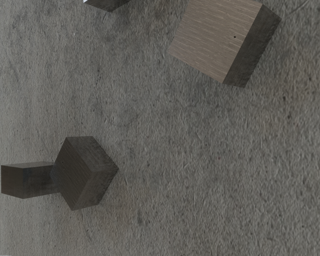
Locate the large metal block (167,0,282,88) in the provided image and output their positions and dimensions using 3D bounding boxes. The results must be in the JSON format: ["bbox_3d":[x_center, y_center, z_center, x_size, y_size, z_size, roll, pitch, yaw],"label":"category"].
[{"bbox_3d":[0.067,-0.099,0.334,0.080,0.050,0.079,38,113,33],"label":"large metal block"}]

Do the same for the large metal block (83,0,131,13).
[{"bbox_3d":[-0.069,-0.227,0.445,0.080,0.050,0.080,-12,83,39],"label":"large metal block"}]

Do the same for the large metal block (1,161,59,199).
[{"bbox_3d":[-0.226,0.090,0.556,0.080,0.081,0.050,-1,90,40],"label":"large metal block"}]

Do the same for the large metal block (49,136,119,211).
[{"bbox_3d":[-0.122,0.069,0.490,0.080,0.050,0.080,45,117,30],"label":"large metal block"}]
